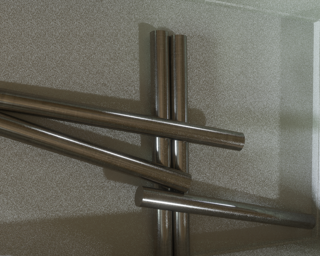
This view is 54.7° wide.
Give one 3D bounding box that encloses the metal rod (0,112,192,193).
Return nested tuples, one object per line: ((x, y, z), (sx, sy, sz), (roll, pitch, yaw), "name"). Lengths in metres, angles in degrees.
((-0.103, 0.021, 0.358), (0.302, 0.025, 0.025), (20, 83, -14), "metal rod")

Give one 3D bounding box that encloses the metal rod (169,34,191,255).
((0.026, 0.026, 0.418), (0.025, 0.025, 0.298), (-1, 91, -20), "metal rod")

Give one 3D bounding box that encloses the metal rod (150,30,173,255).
((0.002, 0.024, 0.409), (0.025, 0.025, 0.298), (-1, 91, -20), "metal rod")

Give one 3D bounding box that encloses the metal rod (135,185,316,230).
((0.107, 0.115, 0.432), (0.302, 0.025, 0.025), (15, 85, -25), "metal rod")

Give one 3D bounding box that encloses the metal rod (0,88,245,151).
((-0.039, -0.007, 0.375), (0.302, 0.025, 0.025), (10, 87, -13), "metal rod")
